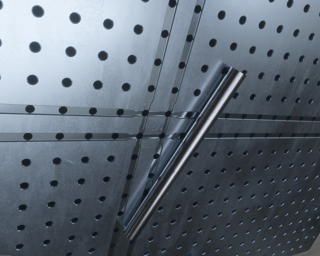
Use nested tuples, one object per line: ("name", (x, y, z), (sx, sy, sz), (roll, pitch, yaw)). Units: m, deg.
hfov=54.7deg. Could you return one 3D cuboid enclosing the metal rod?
("metal rod", (0.030, 0.046, 0.457), (0.025, 0.025, 0.299), (22, 106, -37))
